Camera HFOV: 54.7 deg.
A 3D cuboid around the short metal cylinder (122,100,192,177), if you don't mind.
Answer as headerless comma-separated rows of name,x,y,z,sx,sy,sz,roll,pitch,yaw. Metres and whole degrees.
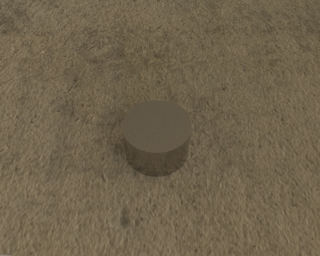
short metal cylinder,-0.004,0.012,0.377,0.081,0.050,0.080,0,50,0
